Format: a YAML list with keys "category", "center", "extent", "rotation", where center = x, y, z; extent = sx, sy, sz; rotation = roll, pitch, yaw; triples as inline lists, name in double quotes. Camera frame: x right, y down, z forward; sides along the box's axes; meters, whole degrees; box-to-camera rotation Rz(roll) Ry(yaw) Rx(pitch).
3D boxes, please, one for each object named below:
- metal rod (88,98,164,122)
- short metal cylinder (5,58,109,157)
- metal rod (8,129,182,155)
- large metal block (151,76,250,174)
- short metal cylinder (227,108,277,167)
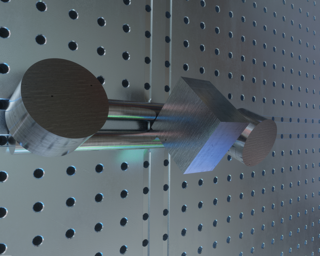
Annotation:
- category: "metal rod"
  center: [0.034, -0.020, 0.437]
  extent: [0.302, 0.025, 0.025]
  rotation: [1, 90, -40]
- category: "short metal cylinder"
  center: [-0.096, -0.018, 0.293]
  extent: [0.080, 0.050, 0.080]
  rotation: [20, 56, -31]
- category: "metal rod"
  center: [-0.024, 0.014, 0.389]
  extent: [0.302, 0.025, 0.025]
  rotation: [1, 90, -40]
- category: "large metal block"
  center: [0.044, -0.003, 0.372]
  extent: [0.050, 0.080, 0.079]
  rotation: [1, 132, -40]
- category: "short metal cylinder"
  center: [0.139, 0.014, 0.492]
  extent: [0.081, 0.050, 0.079]
  rotation: [-19, 123, -31]
